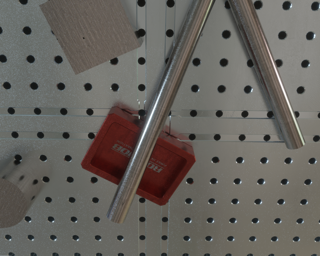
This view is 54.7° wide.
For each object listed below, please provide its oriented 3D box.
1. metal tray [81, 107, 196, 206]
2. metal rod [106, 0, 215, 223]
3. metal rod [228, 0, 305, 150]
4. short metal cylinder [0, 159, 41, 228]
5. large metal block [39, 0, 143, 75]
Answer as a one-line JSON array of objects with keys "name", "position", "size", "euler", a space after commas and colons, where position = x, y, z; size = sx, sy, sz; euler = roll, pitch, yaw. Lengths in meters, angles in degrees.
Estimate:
[{"name": "metal tray", "position": [-0.029, 0.041, 0.425], "size": [0.131, 0.030, 0.090], "euler": [28, 107, -11]}, {"name": "metal rod", "position": [-0.001, -0.020, 0.379], "size": [0.025, 0.025, 0.298], "euler": [21, 98, -8]}, {"name": "metal rod", "position": [0.118, -0.102, 0.377], "size": [0.025, 0.025, 0.299], "euler": [-26, 109, 9]}, {"name": "short metal cylinder", "position": [-0.216, 0.090, 0.430], "size": [0.081, 0.050, 0.079], "euler": [0, 110, -1]}, {"name": "large metal block", "position": [-0.074, -0.118, 0.356], "size": [0.080, 0.050, 0.080], "euler": [-22, 109, 7]}]
